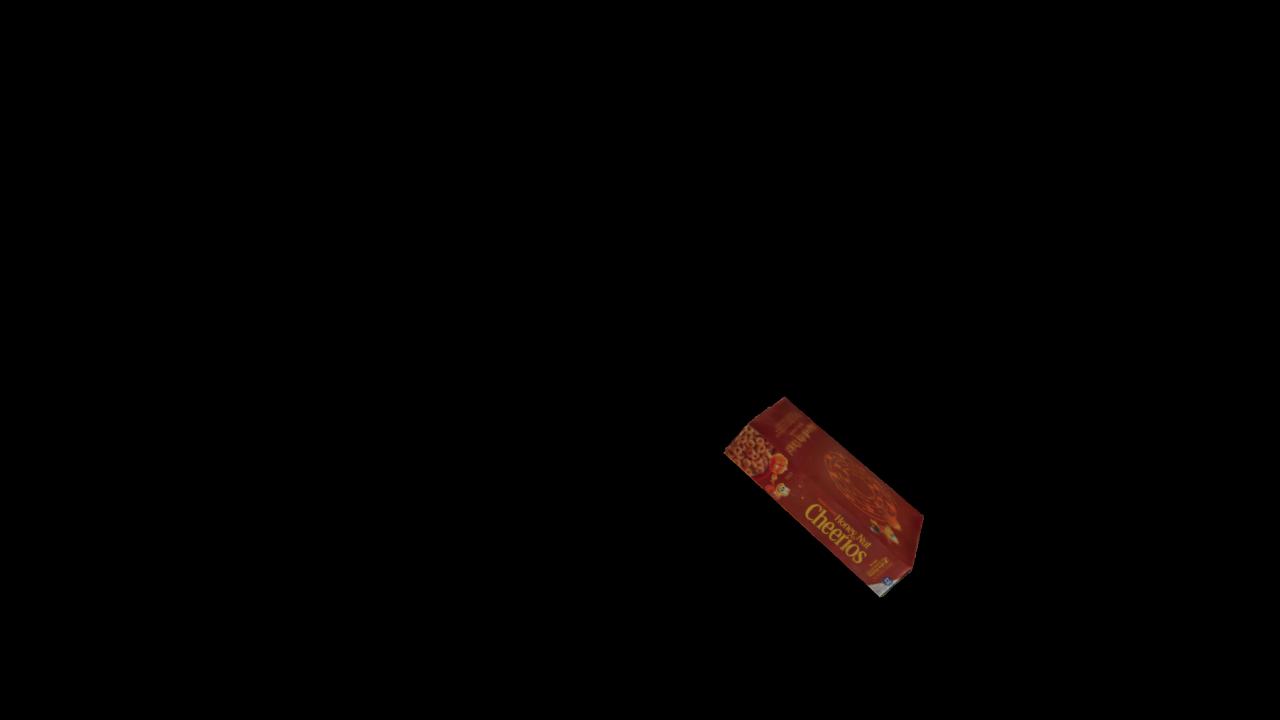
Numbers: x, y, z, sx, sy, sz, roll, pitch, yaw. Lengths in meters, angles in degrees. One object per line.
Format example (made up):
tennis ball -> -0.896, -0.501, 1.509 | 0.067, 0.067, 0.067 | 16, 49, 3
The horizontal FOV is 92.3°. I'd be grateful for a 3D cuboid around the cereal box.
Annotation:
cereal box -> 0.298, 0.202, 0.981 | 0.306, 0.081, 0.203 | 43, 26, 15
